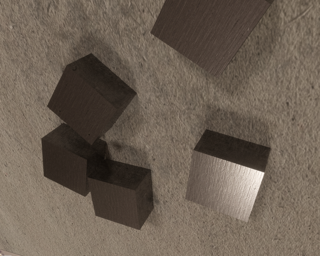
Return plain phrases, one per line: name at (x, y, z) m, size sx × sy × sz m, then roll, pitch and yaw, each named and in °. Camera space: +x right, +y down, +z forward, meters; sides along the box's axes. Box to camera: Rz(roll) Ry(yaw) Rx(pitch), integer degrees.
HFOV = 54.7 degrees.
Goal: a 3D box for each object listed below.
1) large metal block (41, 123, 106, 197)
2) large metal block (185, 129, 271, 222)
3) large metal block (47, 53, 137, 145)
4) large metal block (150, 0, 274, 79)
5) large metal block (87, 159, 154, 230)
large metal block at (-0.136, 0.050, 0.491) m, size 0.080 × 0.050 × 0.079 m, roll 22°, pitch 127°, yaw 14°
large metal block at (0.082, 0.057, 0.382) m, size 0.080 × 0.050 × 0.079 m, roll 17°, pitch 125°, yaw 18°
large metal block at (-0.092, -0.038, 0.414) m, size 0.080 × 0.050 × 0.080 m, roll 41°, pitch 129°, yaw -1°
large metal block at (0.050, -0.109, 0.296) m, size 0.080 × 0.050 × 0.079 m, roll 35°, pitch 129°, yaw 4°
large metal block at (-0.059, 0.102, 0.483) m, size 0.080 × 0.050 × 0.079 m, roll 11°, pitch 123°, yaw 22°
